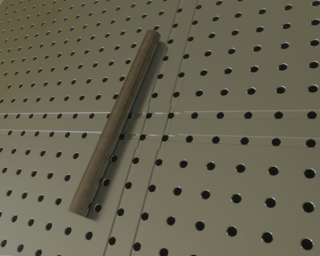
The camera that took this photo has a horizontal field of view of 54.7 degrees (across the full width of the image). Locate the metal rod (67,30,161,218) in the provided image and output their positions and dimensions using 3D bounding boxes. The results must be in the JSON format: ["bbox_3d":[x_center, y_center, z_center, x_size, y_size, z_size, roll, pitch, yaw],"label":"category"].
[{"bbox_3d":[-0.058,-0.021,0.449,0.025,0.025,0.300,7,65,31],"label":"metal rod"}]
